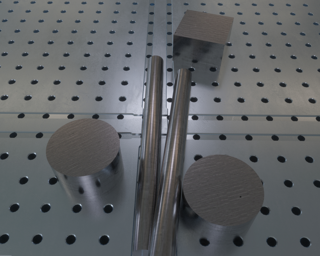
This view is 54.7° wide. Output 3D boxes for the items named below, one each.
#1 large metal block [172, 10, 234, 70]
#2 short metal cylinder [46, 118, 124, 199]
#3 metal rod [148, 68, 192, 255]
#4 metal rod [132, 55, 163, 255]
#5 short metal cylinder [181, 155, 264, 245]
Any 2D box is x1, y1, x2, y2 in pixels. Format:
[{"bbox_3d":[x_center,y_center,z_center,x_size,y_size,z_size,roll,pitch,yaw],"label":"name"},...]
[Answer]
[{"bbox_3d":[0.072,-0.148,0.516,0.080,0.050,0.080,14,52,12],"label":"large metal block"},{"bbox_3d":[-0.085,0.035,0.361,0.081,0.050,0.080,0,50,0],"label":"short metal cylinder"},{"bbox_3d":[0.018,0.025,0.372,0.025,0.025,0.300,6,46,5],"label":"metal rod"},{"bbox_3d":[-0.011,0.009,0.400,0.025,0.025,0.300,1,50,1],"label":"metal rod"},{"bbox_3d":[0.063,0.075,0.329,0.081,0.050,0.080,0,50,0],"label":"short metal cylinder"}]
